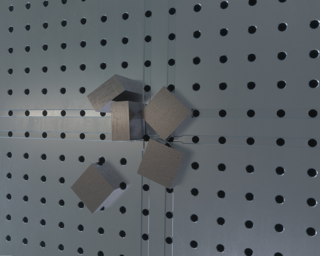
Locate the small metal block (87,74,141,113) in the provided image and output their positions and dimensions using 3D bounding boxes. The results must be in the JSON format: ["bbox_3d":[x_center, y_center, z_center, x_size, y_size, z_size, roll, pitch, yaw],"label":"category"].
[{"bbox_3d":[-0.061,-0.045,0.422,0.050,0.050,0.025,-34,79,17],"label":"small metal block"}]

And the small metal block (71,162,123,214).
[{"bbox_3d":[-0.091,0.085,0.445,0.050,0.025,0.050,45,104,14],"label":"small metal block"}]

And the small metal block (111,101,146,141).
[{"bbox_3d":[-0.042,-0.009,0.415,0.025,0.050,0.050,-3,89,20],"label":"small metal block"}]

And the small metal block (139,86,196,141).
[{"bbox_3d":[0.010,-0.019,0.410,0.050,0.025,0.050,46,104,14],"label":"small metal block"}]

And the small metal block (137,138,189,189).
[{"bbox_3d":[0.004,0.046,0.411,0.050,0.025,0.050,23,98,18],"label":"small metal block"}]
